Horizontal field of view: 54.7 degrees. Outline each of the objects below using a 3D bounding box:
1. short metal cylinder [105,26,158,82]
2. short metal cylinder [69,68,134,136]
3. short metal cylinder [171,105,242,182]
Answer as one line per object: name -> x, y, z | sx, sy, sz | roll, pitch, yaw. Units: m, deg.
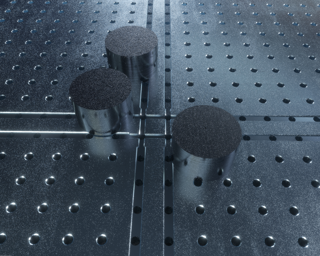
short metal cylinder -> -0.043, -0.118, 0.490 | 0.081, 0.050, 0.080 | 0, 50, 0
short metal cylinder -> -0.077, -0.036, 0.421 | 0.081, 0.050, 0.080 | 0, 50, 0
short metal cylinder -> 0.054, 0.018, 0.377 | 0.081, 0.050, 0.080 | 0, 50, 0
